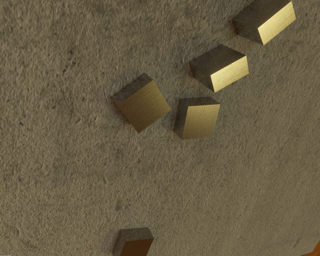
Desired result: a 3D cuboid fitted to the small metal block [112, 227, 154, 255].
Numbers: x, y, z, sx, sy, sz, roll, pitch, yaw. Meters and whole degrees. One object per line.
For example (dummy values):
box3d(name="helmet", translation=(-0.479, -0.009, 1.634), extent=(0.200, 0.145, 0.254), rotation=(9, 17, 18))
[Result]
box3d(name="small metal block", translation=(-0.044, 0.190, 0.500), extent=(0.050, 0.025, 0.050), rotation=(7, 115, -32))

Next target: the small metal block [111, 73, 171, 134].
box3d(name="small metal block", translation=(-0.022, -0.030, 0.376), extent=(0.050, 0.025, 0.050), rotation=(-37, 129, -4))

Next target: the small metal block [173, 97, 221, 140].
box3d(name="small metal block", translation=(0.050, -0.014, 0.425), extent=(0.050, 0.025, 0.050), rotation=(-6, 121, -26))

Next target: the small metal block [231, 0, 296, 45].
box3d(name="small metal block", translation=(0.125, -0.132, 0.377), extent=(0.050, 0.050, 0.025), rotation=(-39, 129, -2))

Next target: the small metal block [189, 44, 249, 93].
box3d(name="small metal block", translation=(0.072, -0.075, 0.383), extent=(0.050, 0.050, 0.025), rotation=(-30, 129, -9))
